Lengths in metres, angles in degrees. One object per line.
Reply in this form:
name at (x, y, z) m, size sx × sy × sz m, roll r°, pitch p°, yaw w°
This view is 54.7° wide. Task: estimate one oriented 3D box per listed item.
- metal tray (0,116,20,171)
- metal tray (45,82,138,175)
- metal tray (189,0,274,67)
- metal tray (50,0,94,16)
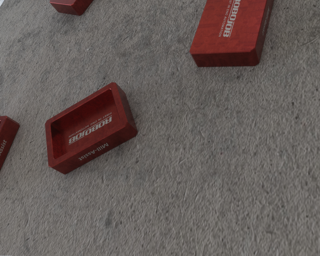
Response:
metal tray at (-0.307, 0.044, 0.535) m, size 0.090 × 0.030 × 0.130 m, roll -2°, pitch 60°, yaw 27°
metal tray at (-0.104, 0.000, 0.455) m, size 0.130 × 0.030 × 0.090 m, roll -29°, pitch 52°, yaw 10°
metal tray at (0.103, -0.147, 0.437) m, size 0.090 × 0.030 × 0.130 m, roll 6°, pitch 64°, yaw 30°
metal tray at (-0.172, -0.309, 0.681) m, size 0.090 × 0.030 × 0.130 m, roll 23°, pitch 74°, yaw 36°
